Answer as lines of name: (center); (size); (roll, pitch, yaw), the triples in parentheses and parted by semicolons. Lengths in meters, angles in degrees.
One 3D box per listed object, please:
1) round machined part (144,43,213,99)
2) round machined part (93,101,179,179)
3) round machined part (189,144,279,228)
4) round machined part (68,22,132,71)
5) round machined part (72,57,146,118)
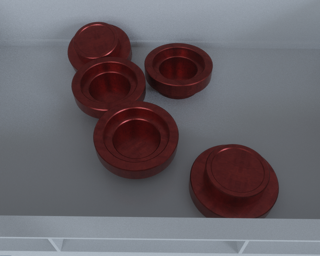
round machined part: (0.027, -0.081, 0.462); (0.099, 0.042, 0.098); (0, 50, 0)
round machined part: (-0.028, 0.018, 0.375); (0.099, 0.042, 0.098); (1, 55, -2)
round machined part: (0.083, 0.057, 0.347); (0.099, 0.042, 0.098); (0, 50, 0)
round machined part: (-0.095, -0.124, 0.480); (0.099, 0.042, 0.098); (-1, 67, 2)
round machined part: (-0.069, -0.050, 0.432); (0.099, 0.042, 0.098); (1, 55, -1)
